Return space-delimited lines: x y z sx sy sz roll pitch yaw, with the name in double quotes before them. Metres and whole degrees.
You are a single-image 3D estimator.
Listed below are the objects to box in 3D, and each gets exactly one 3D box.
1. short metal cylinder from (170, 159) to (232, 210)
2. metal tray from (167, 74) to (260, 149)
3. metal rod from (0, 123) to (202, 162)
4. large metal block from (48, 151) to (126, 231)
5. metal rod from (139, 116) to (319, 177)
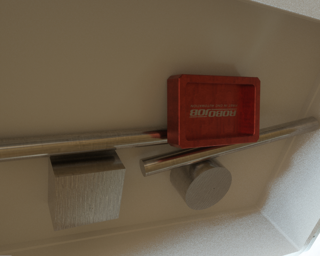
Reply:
"short metal cylinder" 0.062 0.079 0.478 0.081 0.050 0.079 -14 125 -21
"metal tray" 0.074 -0.023 0.410 0.131 0.030 0.089 -3 95 -28
"metal rod" -0.043 0.014 0.394 0.303 0.025 0.025 -5 121 -27
"large metal block" -0.094 0.074 0.388 0.081 0.050 0.079 -4 120 -27
"metal rod" 0.116 0.023 0.468 0.302 0.025 0.025 -12 124 -19
